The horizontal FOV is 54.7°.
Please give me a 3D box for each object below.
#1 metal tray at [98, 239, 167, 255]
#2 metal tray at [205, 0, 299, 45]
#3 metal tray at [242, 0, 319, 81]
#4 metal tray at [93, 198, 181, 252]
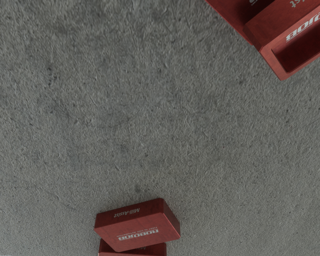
[{"bbox_3d":[-0.058,0.264,0.628,0.131,0.030,0.089,6,130,-6],"label":"metal tray"},{"bbox_3d":[0.105,-0.150,0.277,0.090,0.030,0.130,34,122,-26],"label":"metal tray"},{"bbox_3d":[0.150,-0.105,0.282,0.130,0.030,0.090,-36,152,22],"label":"metal tray"},{"bbox_3d":[-0.039,0.176,0.553,0.130,0.030,0.090,-18,128,14],"label":"metal tray"}]
